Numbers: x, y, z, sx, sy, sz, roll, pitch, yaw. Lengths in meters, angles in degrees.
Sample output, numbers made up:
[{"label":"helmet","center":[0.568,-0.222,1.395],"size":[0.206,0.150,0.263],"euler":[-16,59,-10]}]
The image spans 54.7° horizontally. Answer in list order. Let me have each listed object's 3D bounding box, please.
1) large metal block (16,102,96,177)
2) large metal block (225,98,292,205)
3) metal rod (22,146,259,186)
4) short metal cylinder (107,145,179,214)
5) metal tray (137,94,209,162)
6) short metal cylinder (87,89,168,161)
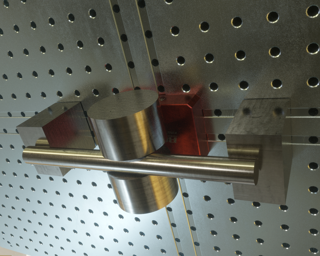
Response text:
[{"label":"large metal block","center":[-0.151,0.014,0.463],"size":[0.050,0.080,0.080],"euler":[1,119,28]},{"label":"large metal block","center":[0.109,0.022,0.330],"size":[0.050,0.080,0.080],"euler":[1,119,28]},{"label":"metal rod","center":[-0.044,0.039,0.354],"size":[0.300,0.025,0.025],"euler":[1,119,27]},{"label":"short metal cylinder","center":[-0.021,0.060,0.385],"size":[0.080,0.080,0.050],"euler":[1,119,28]},{"label":"metal tray","center":[-0.007,0.004,0.414],"size":[0.130,0.030,0.089],"euler":[1,119,27]},{"label":"short metal cylinder","center":[-0.036,-0.006,0.352],"size":[0.080,0.080,0.050],"euler":[1,119,28]}]
